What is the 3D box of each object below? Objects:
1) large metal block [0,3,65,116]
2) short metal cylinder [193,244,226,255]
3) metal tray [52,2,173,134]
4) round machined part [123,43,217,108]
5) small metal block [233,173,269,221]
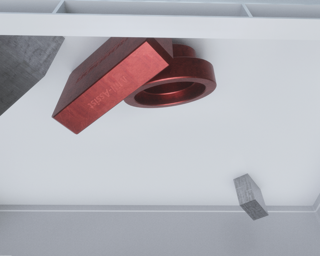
[{"bbox_3d":[-0.151,-0.068,0.313,0.080,0.080,0.050,-33,123,24],"label":"large metal block"},{"bbox_3d":[0.104,0.276,0.613,0.050,0.080,0.080,-21,127,16],"label":"short metal cylinder"},{"bbox_3d":[-0.047,-0.060,0.314,0.130,0.090,0.030,-33,122,24],"label":"metal tray"},{"bbox_3d":[0.008,-0.055,0.330,0.099,0.042,0.098,-8,169,-1],"label":"round machined part"},{"bbox_3d":[0.143,0.109,0.488,0.025,0.050,0.050,-29,125,22],"label":"small metal block"}]
